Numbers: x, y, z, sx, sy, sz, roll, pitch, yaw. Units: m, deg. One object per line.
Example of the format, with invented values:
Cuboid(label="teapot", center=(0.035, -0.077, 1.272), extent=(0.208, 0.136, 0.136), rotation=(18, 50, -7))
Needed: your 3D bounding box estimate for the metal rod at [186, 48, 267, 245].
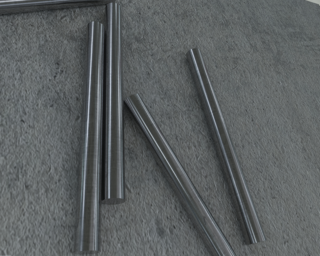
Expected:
Cuboid(label="metal rod", center=(0.087, 0.009, 0.444), extent=(0.025, 0.025, 0.299), rotation=(1, 61, -28))

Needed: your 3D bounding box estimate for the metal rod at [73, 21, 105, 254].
Cuboid(label="metal rod", center=(-0.080, -0.012, 0.367), extent=(0.025, 0.025, 0.299), rotation=(9, 58, -24))

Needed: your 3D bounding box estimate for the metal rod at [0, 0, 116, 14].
Cuboid(label="metal rod", center=(-0.188, -0.162, 0.401), extent=(0.302, 0.025, 0.025), rotation=(-23, 75, -36))

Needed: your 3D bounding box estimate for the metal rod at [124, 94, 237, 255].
Cuboid(label="metal rod", center=(0.038, 0.087, 0.370), extent=(0.025, 0.025, 0.299), rotation=(-21, 73, -36))

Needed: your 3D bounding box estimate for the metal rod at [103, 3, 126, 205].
Cuboid(label="metal rod", center=(-0.060, -0.052, 0.402), extent=(0.025, 0.025, 0.299), rotation=(9, 58, -24))
